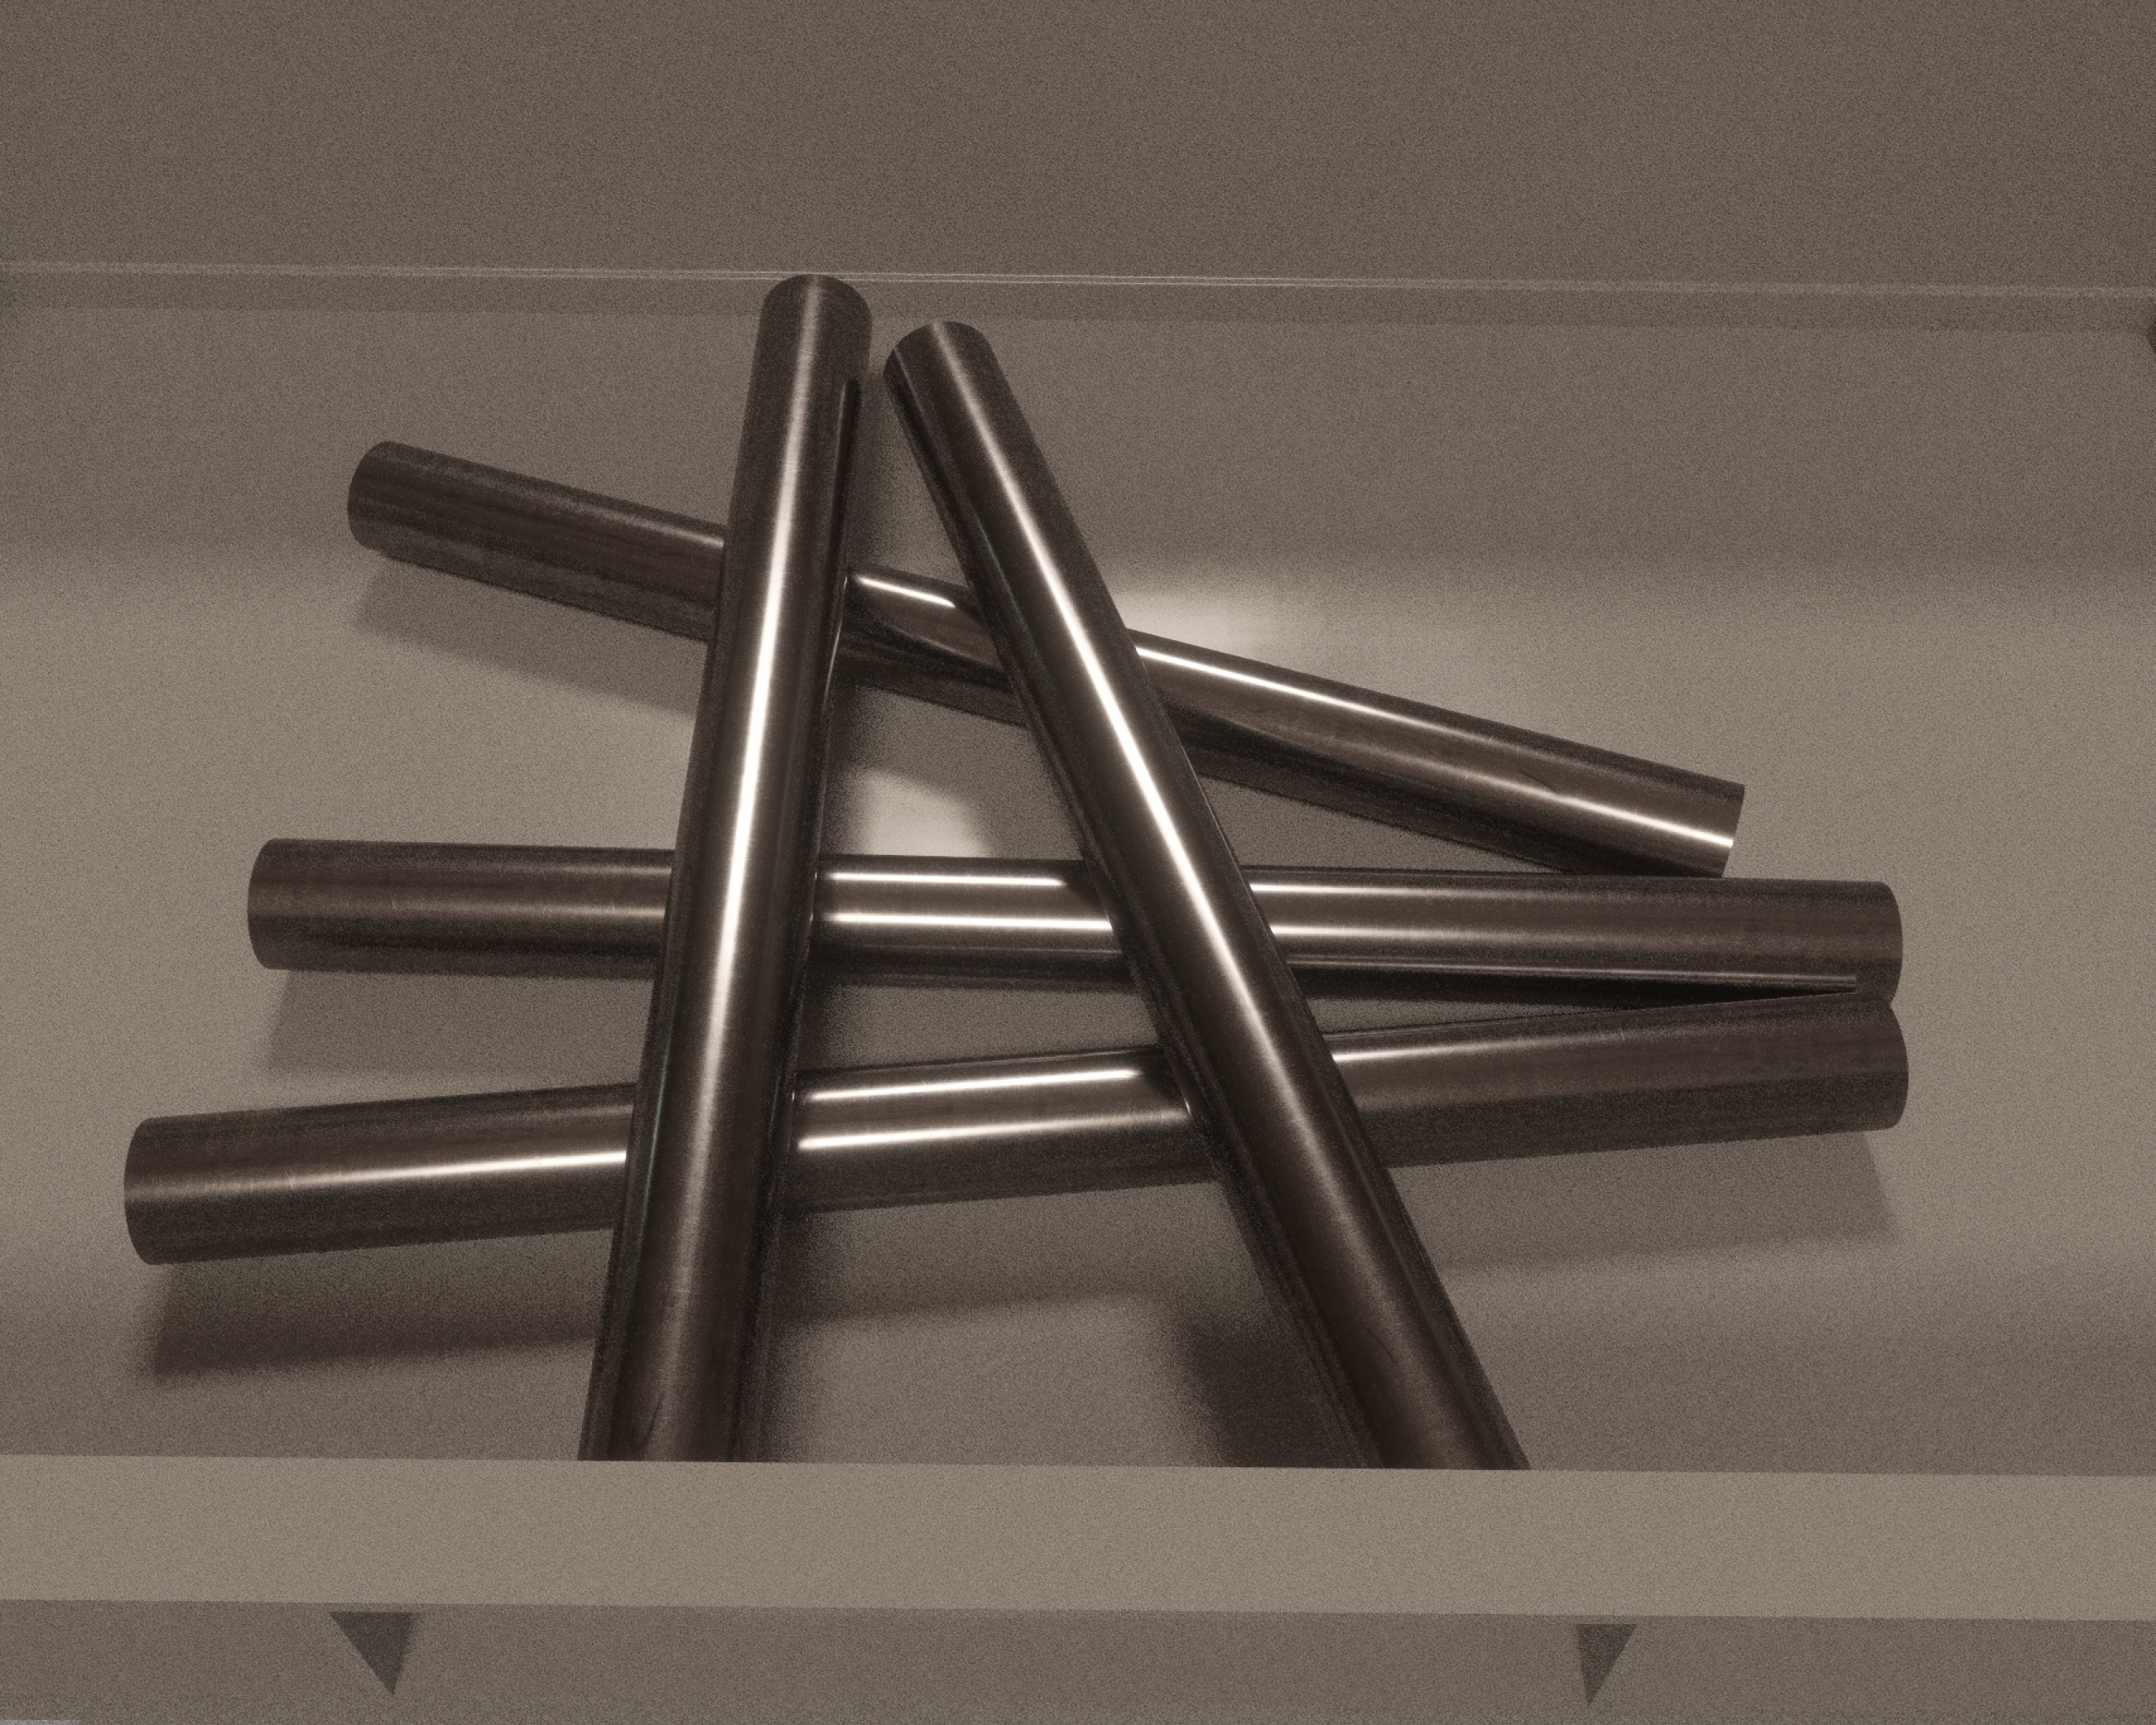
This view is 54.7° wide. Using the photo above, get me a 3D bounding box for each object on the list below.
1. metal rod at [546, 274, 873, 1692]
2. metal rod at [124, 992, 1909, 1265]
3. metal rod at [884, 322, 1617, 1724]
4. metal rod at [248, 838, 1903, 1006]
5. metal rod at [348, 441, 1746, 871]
[{"bbox_3d":[-0.059,-0.008,0.376,0.025,0.025,0.300,0,50,0],"label":"metal rod"},{"bbox_3d":[-0.007,0.046,0.365,0.302,0.025,0.025,-4,50,-4],"label":"metal rod"},{"bbox_3d":[0.015,0.000,0.370,0.025,0.025,0.299,-14,51,-12],"label":"metal rod"},{"bbox_3d":[-0.001,0.012,0.392,0.302,0.025,0.025,2,50,1],"label":"metal rod"},{"bbox_3d":[-0.015,-0.043,0.438,0.301,0.025,0.025,16,52,12],"label":"metal rod"}]
